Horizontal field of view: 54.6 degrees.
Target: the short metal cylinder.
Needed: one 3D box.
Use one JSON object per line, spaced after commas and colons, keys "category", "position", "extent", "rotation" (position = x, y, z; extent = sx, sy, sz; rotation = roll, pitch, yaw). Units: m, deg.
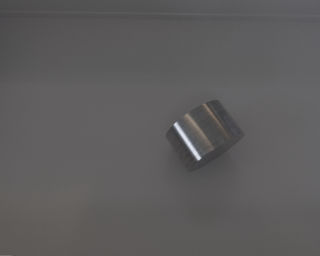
{"category": "short metal cylinder", "position": [0.054, 0.010, 0.377], "extent": [0.080, 0.080, 0.050], "rotation": [-30, 73, -10]}
